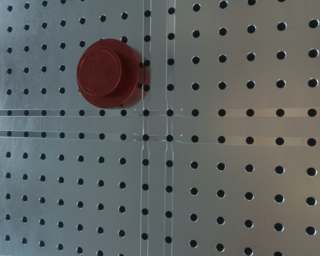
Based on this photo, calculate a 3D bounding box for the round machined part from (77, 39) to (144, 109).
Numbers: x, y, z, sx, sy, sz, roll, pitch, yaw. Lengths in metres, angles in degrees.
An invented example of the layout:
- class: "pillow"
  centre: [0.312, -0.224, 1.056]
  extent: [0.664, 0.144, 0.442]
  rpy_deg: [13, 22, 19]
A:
- class: "round machined part"
  centre: [-0.075, -0.076, 0.430]
  extent: [0.098, 0.042, 0.097]
  rpy_deg: [0, 90, 20]
